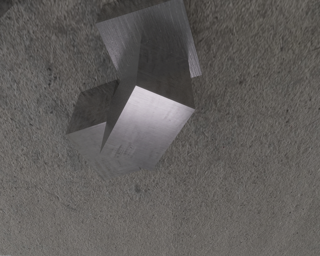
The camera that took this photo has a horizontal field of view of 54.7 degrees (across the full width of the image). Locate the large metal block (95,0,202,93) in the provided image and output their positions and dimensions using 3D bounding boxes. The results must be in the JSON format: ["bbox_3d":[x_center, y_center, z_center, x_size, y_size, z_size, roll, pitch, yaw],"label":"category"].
[{"bbox_3d":[-0.008,-0.090,0.314,0.080,0.050,0.080,-13,129,11],"label":"large metal block"}]

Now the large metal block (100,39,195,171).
[{"bbox_3d":[-0.013,-0.021,0.287,0.050,0.080,0.079,21,127,-17],"label":"large metal block"}]

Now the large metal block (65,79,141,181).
[{"bbox_3d":[-0.061,0.002,0.372,0.050,0.080,0.080,-17,128,14],"label":"large metal block"}]

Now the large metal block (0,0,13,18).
[{"bbox_3d":[-0.187,-0.141,0.269,0.081,0.050,0.079,3,130,-3],"label":"large metal block"}]
